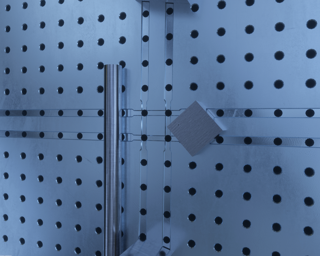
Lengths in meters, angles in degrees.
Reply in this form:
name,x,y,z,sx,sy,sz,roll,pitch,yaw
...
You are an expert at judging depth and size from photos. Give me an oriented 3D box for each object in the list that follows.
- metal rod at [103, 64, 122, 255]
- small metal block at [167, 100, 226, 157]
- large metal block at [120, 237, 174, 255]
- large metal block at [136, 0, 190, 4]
name,x,y,z,sx,sy,sz,roll,pitch,yaw
metal rod,-0.066,0.062,0.434,0.025,0.025,0.298,0,90,19
small metal block,0.046,0.001,0.396,0.050,0.025,0.050,-43,77,14
large metal block,-0.028,0.199,0.392,0.050,0.080,0.080,17,96,19
large metal block,0.001,-0.211,0.398,0.080,0.050,0.079,12,94,19
